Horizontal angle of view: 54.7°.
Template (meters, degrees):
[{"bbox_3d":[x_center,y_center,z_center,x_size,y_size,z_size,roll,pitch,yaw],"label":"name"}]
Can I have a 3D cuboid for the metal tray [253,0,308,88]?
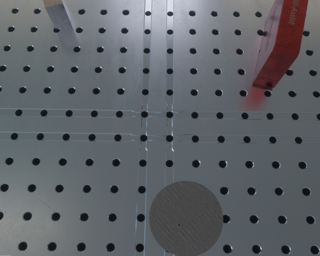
[{"bbox_3d":[0.167,-0.133,0.426,0.030,0.090,0.130,16,71,6],"label":"metal tray"}]

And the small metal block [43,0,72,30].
[{"bbox_3d":[-0.157,-0.185,0.465,0.025,0.050,0.050,-18,71,-6],"label":"small metal block"}]

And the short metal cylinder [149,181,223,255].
[{"bbox_3d":[0.029,0.106,0.360,0.081,0.050,0.080,0,70,0],"label":"short metal cylinder"}]
